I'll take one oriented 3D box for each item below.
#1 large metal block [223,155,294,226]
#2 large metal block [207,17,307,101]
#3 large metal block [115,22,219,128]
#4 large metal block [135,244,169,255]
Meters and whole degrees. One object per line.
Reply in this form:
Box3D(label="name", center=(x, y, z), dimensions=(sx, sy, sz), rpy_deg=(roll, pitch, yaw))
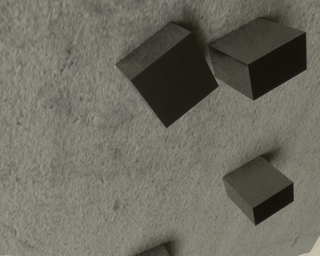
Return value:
Box3D(label="large metal block", center=(0.168, 0.105, 0.530), dimensions=(0.080, 0.080, 0.050), rpy_deg=(-28, 128, -11))
Box3D(label="large metal block", center=(0.119, -0.088, 0.384), dimensions=(0.080, 0.080, 0.050), rpy_deg=(-30, 129, -10))
Box3D(label="large metal block", center=(0.010, -0.061, 0.360), dimensions=(0.080, 0.050, 0.080), rpy_deg=(-39, 130, -2))
Box3D(label="large metal block", center=(-0.019, 0.264, 0.546), dimensions=(0.081, 0.050, 0.079), rpy_deg=(-16, 125, -20))
